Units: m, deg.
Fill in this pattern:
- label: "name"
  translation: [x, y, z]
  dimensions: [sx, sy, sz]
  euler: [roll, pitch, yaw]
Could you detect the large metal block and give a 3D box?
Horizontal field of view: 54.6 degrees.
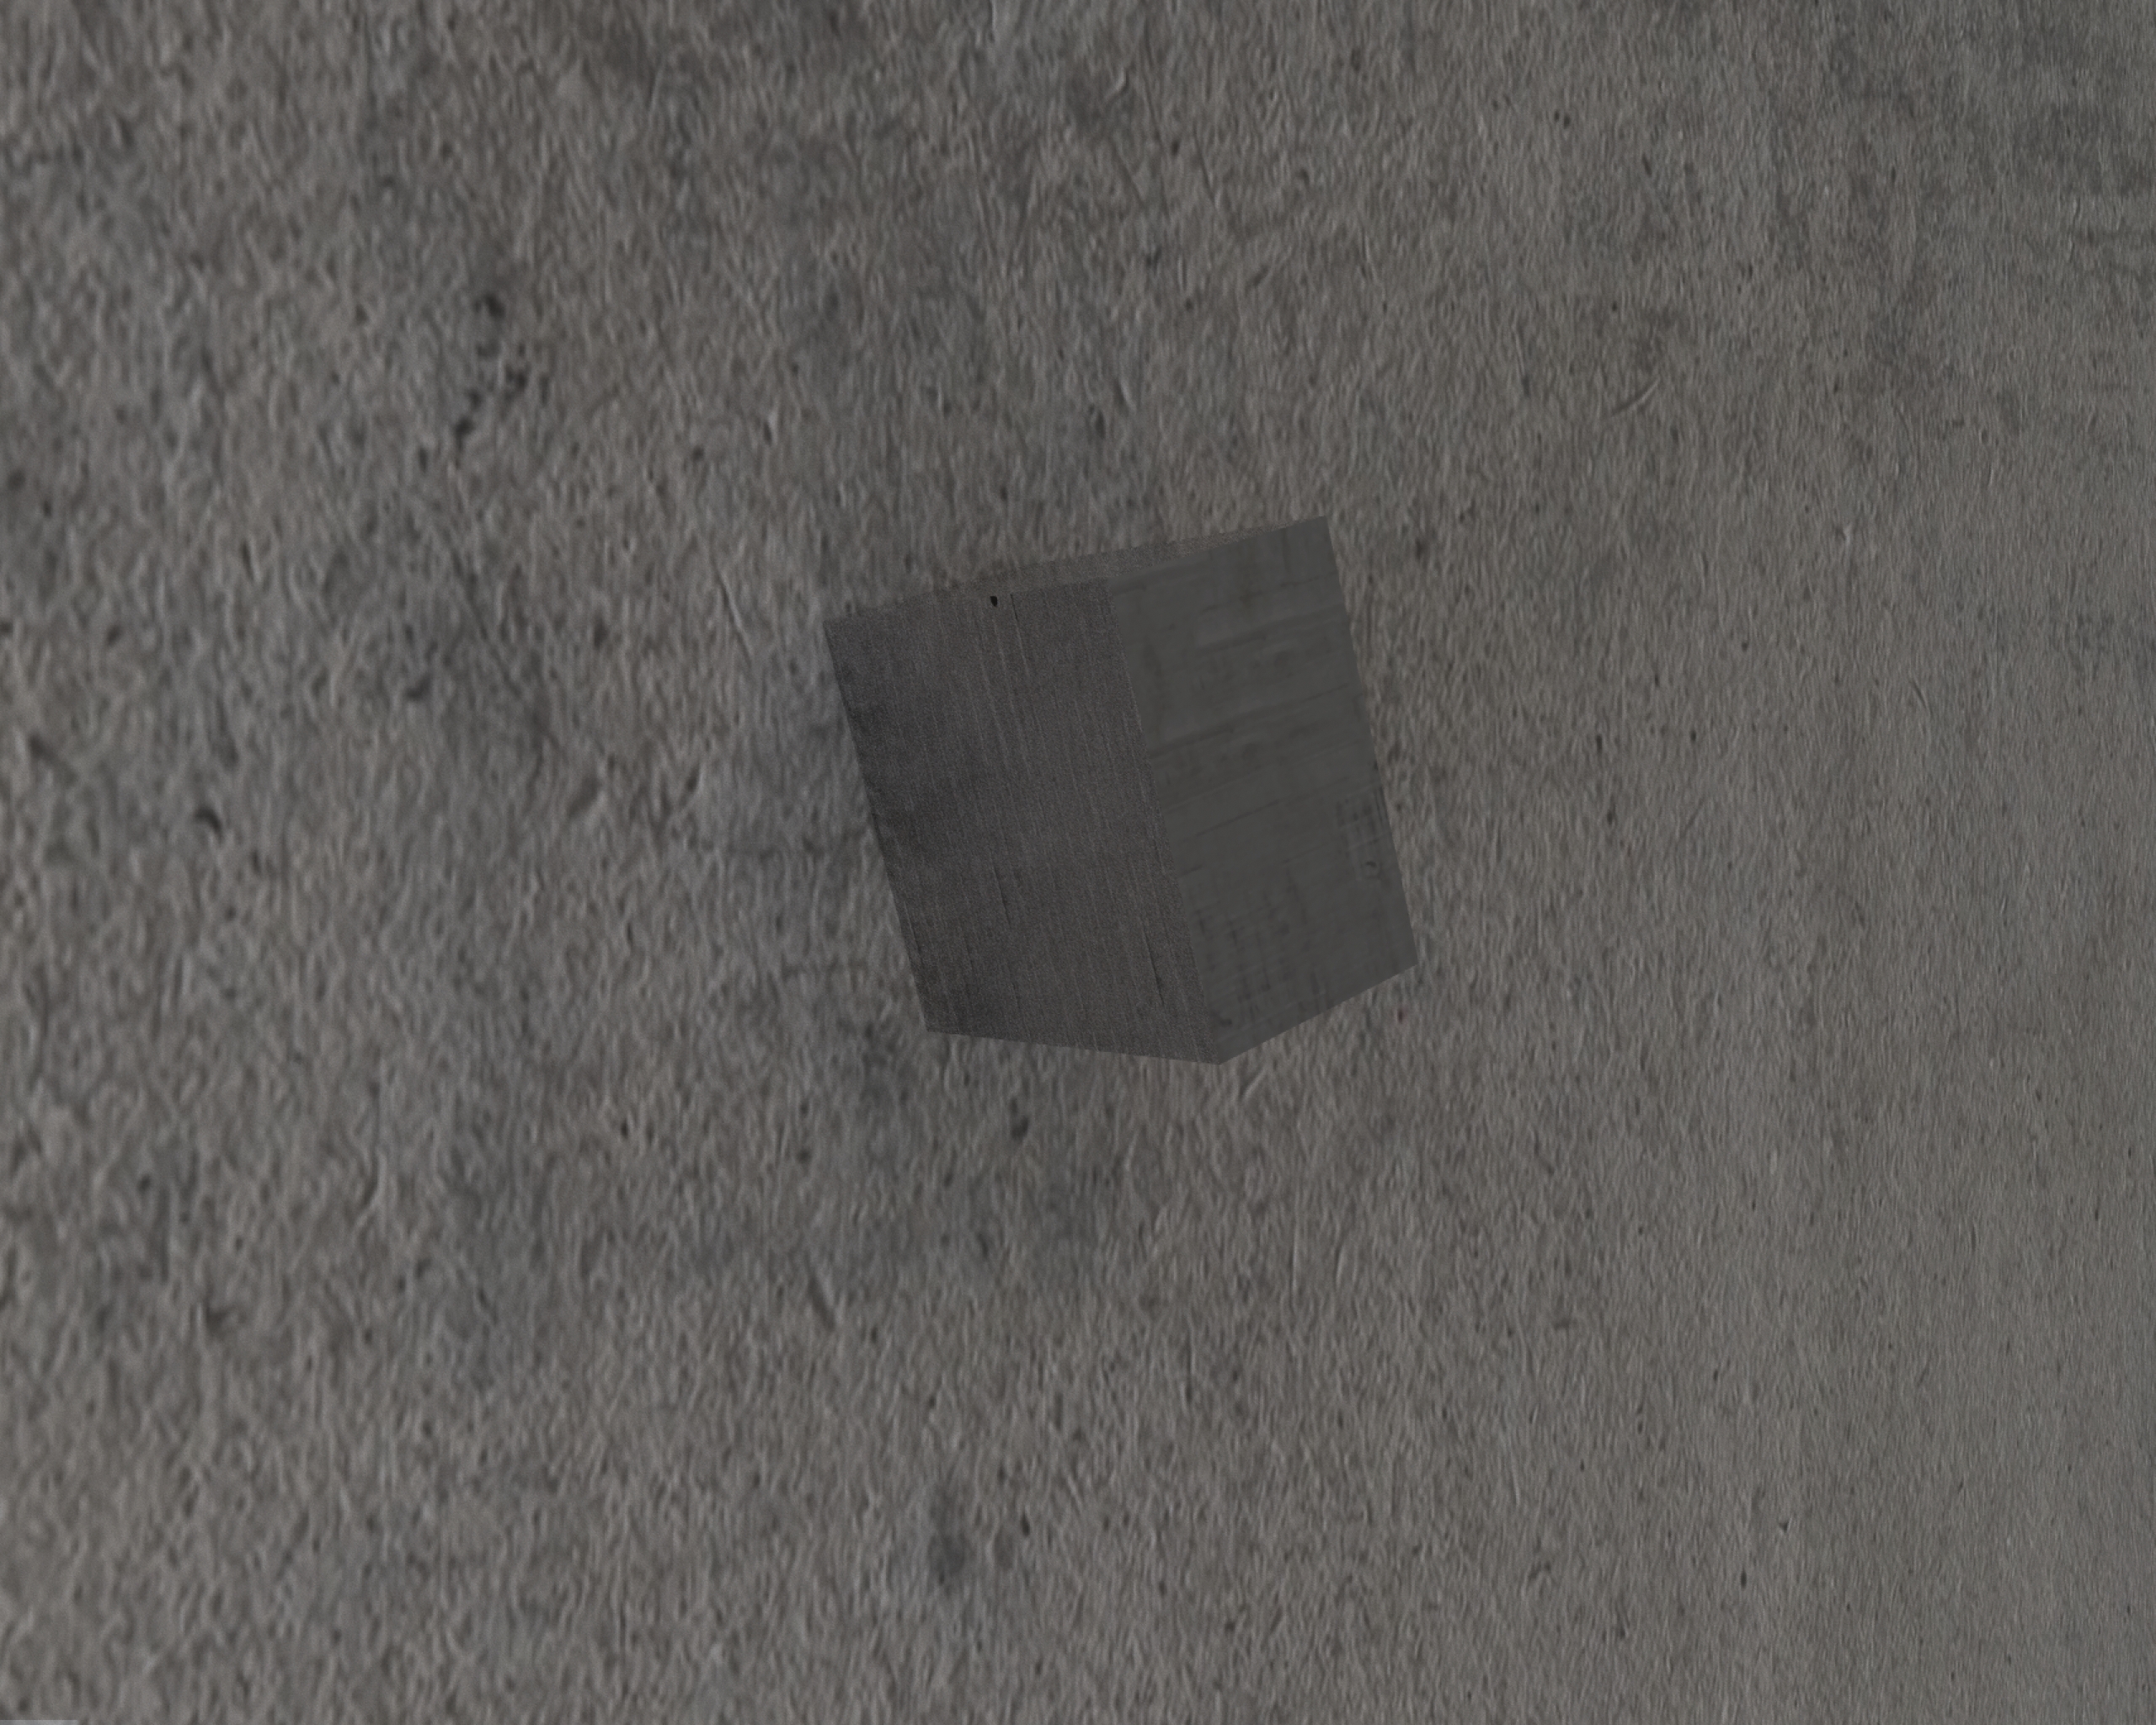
- label: "large metal block"
  translation: [0.007, -0.013, 0.373]
  dimensions: [0.050, 0.080, 0.080]
  euler: [-22, 104, -38]
